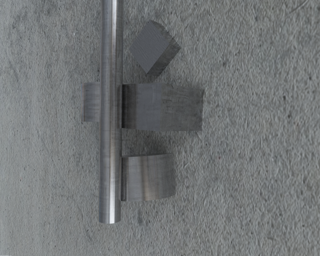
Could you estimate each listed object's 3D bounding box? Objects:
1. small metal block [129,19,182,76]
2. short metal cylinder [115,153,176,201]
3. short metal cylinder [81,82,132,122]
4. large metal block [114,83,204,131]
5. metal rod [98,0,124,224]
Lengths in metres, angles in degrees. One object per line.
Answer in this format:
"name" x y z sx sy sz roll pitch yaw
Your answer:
"small metal block" -0.007 -0.106 0.411 0.050 0.025 0.050 -48 62 29
"short metal cylinder" -0.022 0.059 0.387 0.080 0.081 0.050 -6 86 40
"short metal cylinder" -0.067 -0.033 0.425 0.080 0.081 0.050 2 91 40
"large metal block" -0.004 -0.024 0.373 0.080 0.081 0.050 5 93 40
"metal rod" -0.054 -0.046 0.345 0.025 0.025 0.298 1 91 40
